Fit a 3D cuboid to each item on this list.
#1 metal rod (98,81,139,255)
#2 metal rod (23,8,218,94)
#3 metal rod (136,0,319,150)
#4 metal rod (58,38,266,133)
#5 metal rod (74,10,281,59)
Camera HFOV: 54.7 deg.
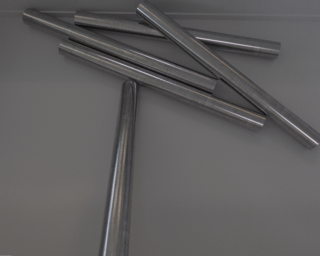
[{"bbox_3d":[-0.040,0.046,0.321,0.025,0.025,0.300,-1,42,0],"label":"metal rod"},{"bbox_3d":[-0.062,-0.113,0.450,0.301,0.025,0.025,22,72,8],"label":"metal rod"},{"bbox_3d":[0.089,-0.076,0.422,0.300,0.025,0.025,40,75,7],"label":"metal rod"},{"bbox_3d":[-0.002,-0.062,0.431,0.301,0.025,0.025,22,72,8],"label":"metal rod"},{"bbox_3d":[0.023,-0.139,0.460,0.302,0.025,0.025,10,70,3],"label":"metal rod"}]
